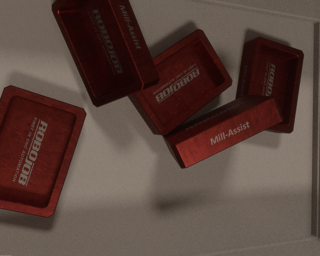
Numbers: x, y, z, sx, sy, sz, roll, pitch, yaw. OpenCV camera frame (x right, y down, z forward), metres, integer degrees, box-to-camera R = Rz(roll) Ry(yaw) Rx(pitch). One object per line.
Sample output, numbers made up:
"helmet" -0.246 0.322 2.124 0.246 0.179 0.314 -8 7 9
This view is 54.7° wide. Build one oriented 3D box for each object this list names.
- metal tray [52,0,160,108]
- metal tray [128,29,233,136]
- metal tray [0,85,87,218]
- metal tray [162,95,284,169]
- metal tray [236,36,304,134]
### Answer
"metal tray" -0.063 -0.096 0.351 0.030 0.090 0.129 -31 102 -47
"metal tray" 0.024 -0.061 0.417 0.131 0.030 0.090 -37 102 -17
"metal tray" -0.148 0.027 0.353 0.091 0.030 0.129 19 84 -20
"metal tray" 0.072 0.000 0.387 0.131 0.090 0.030 -25 99 -3
"metal tray" 0.165 -0.062 0.470 0.091 0.030 0.129 11 86 -20
